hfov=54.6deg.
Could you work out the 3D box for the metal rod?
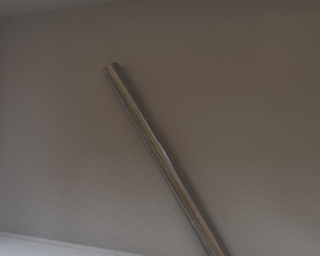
[{"bbox_3d":[0.006,0.042,0.408,0.025,0.025,0.299,-34,79,17],"label":"metal rod"}]
